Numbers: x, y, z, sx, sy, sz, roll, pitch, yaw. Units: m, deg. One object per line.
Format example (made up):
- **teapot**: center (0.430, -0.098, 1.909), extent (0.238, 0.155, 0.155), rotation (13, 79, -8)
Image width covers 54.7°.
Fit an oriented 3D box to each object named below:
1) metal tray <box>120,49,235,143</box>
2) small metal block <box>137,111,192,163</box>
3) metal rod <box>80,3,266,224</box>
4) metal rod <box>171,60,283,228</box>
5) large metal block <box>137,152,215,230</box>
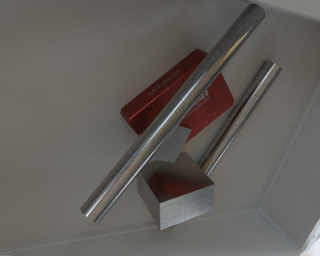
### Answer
- **metal tray**: center (0.026, -0.028, 0.404), extent (0.130, 0.030, 0.090), rotation (-39, 130, -2)
- **small metal block**: center (0.003, 0.012, 0.380), extent (0.050, 0.025, 0.050), rotation (14, 111, -34)
- **metal rod**: center (0.021, -0.024, 0.343), extent (0.300, 0.025, 0.025), rotation (-51, 130, -10)
- **metal rod**: center (0.089, 0.033, 0.479), extent (0.025, 0.025, 0.299), rotation (22, 107, -37)
- **large metal block**: center (0.020, 0.085, 0.438), extent (0.081, 0.080, 0.050), rotation (-14, 125, -21)
